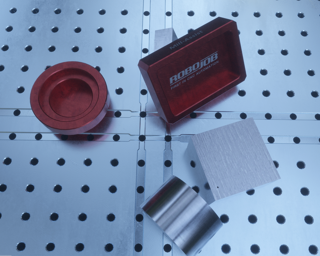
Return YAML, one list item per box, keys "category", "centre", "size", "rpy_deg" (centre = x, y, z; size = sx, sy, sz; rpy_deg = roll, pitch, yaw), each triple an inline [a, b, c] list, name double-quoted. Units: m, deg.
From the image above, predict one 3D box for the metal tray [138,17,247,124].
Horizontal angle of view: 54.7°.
- category: "metal tray"
  centre: [0.047, -0.075, 0.405]
  size: [0.131, 0.090, 0.030]
  rpy_deg: [-31, 37, -11]

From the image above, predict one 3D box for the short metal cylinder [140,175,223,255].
- category: "short metal cylinder"
  centre: [0.023, 0.099, 0.347]
  size: [0.050, 0.080, 0.080]
  rpy_deg: [-43, 76, -14]

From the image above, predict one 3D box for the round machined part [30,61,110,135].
- category: "round machined part"
  centre: [-0.116, -0.036, 0.415]
  size: [0.099, 0.042, 0.098]
  rpy_deg: [0, 70, -1]

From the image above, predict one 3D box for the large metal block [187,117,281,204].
- category: "large metal block"
  centre: [0.087, 0.042, 0.384]
  size: [0.081, 0.050, 0.080]
  rpy_deg: [-17, 71, -7]

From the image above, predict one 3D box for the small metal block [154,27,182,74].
- category: "small metal block"
  centre: [0.012, -0.103, 0.433]
  size: [0.025, 0.050, 0.050]
  rpy_deg: [-4, 69, 19]
